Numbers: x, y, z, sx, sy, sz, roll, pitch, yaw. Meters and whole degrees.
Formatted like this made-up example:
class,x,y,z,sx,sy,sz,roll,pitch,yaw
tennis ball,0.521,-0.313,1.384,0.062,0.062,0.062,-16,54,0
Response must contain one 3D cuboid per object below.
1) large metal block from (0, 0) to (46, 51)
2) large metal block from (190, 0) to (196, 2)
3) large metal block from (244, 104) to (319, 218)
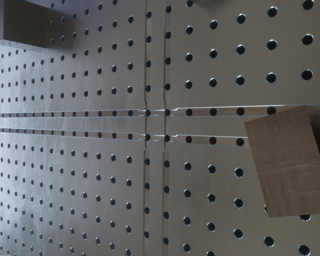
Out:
class,x,y,z,sx,sy,sz,roll,pitch,yaw
large metal block,-0.268,-0.197,0.591,0.050,0.081,0.079,3,92,40
large metal block,0.042,-0.210,0.357,0.080,0.050,0.080,-29,72,36
large metal block,0.124,0.027,0.271,0.050,0.081,0.080,-20,78,38
